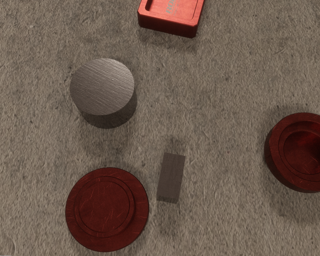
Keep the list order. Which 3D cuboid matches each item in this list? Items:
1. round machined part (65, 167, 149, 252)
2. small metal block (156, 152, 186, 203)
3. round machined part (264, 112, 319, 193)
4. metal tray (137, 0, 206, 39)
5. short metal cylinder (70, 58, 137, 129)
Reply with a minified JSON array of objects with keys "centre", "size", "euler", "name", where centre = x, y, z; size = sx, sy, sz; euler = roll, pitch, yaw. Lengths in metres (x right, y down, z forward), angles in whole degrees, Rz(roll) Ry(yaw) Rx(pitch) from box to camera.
[{"centre":[-0.062,0.094,0.364],"size":[0.099,0.042,0.098],"euler":[0,70,-1],"name":"round machined part"},{"centre":[0.013,0.062,0.373],"size":[0.025,0.050,0.050],"euler":[10,70,3],"name":"small metal block"},{"centre":[0.180,0.033,0.389],"size":[0.099,0.042,0.098],"euler":[0,70,-1],"name":"round machined part"},{"centre":[0.026,-0.209,0.482],"size":[0.090,0.030,0.130],"euler":[14,70,4],"name":"metal tray"},{"centre":[-0.072,-0.044,0.410],"size":[0.081,0.050,0.080],"euler":[0,70,0],"name":"short metal cylinder"}]
